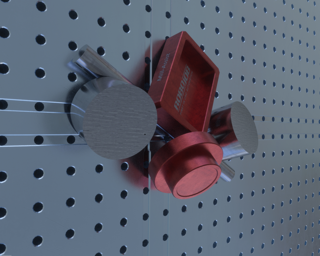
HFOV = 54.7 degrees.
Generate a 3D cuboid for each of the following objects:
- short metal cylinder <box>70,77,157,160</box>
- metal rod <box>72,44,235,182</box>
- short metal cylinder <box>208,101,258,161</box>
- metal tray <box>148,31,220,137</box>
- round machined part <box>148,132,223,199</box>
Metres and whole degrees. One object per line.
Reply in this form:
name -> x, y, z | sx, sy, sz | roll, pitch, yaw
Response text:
short metal cylinder -> -0.050, -0.012, 0.335 | 0.081, 0.050, 0.079 | -10, 111, -27
metal rod -> 0.012, -0.003, 0.419 | 0.301, 0.025, 0.025 | 38, 67, -33
short metal cylinder -> 0.105, 0.006, 0.465 | 0.080, 0.050, 0.080 | 25, 55, -42
metal tray -> 0.034, -0.053, 0.415 | 0.090, 0.030, 0.130 | 39, 53, -33
round machined part -> 0.038, 0.054, 0.395 | 0.099, 0.042, 0.097 | -18, 140, -15
